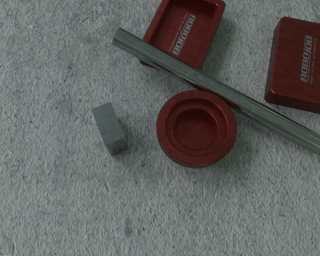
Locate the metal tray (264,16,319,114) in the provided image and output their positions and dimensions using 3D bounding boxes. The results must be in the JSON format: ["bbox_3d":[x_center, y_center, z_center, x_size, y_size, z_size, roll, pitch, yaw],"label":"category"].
[{"bbox_3d":[0.205,-0.091,0.441,0.090,0.030,0.130,13,70,4],"label":"metal tray"}]

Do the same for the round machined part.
[{"bbox_3d":[0.045,0.004,0.398,0.099,0.042,0.098,0,71,0],"label":"round machined part"}]

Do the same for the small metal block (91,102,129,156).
[{"bbox_3d":[-0.062,0.002,0.393,0.025,0.050,0.050,-21,72,-8],"label":"small metal block"}]

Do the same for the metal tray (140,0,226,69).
[{"bbox_3d":[0.033,-0.142,0.457,0.090,0.030,0.130,21,71,7],"label":"metal tray"}]

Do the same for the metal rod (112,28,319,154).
[{"bbox_3d":[0.075,-0.050,0.407,0.301,0.025,0.025,29,72,2],"label":"metal rod"}]
